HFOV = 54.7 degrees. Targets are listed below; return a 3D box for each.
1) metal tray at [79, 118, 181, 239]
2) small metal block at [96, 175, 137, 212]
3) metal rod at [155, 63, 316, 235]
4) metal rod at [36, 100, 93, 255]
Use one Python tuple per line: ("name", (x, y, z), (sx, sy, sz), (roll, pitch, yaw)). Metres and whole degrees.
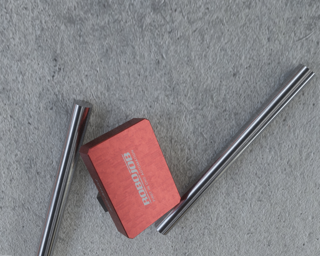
("metal tray", (-0.034, 0.063, 0.400), (0.091, 0.030, 0.129), (-31, 108, -29))
("small metal block", (-0.055, 0.083, 0.426), (0.050, 0.050, 0.025), (-23, 109, 8))
("metal rod", (0.093, 0.039, 0.425), (0.025, 0.025, 0.299), (36, 106, -13))
("metal rod", (-0.145, 0.101, 0.445), (0.025, 0.025, 0.298), (17, 109, -7))
